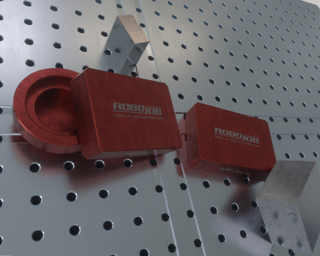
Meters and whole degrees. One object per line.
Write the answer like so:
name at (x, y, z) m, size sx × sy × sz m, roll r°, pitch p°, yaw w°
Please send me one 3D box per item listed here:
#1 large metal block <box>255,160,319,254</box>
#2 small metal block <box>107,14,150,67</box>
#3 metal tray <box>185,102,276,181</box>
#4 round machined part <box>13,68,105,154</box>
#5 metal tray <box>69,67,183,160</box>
large metal block at (0.175, 0.099, 0.404) m, size 0.080 × 0.050 × 0.080 m, roll -42°, pitch 117°, yaw -39°
small metal block at (-0.047, -0.125, 0.443) m, size 0.025 × 0.050 × 0.050 m, roll -21°, pitch 73°, yaw -36°
metal tray at (0.103, 0.021, 0.448) m, size 0.131 × 0.030 × 0.090 m, roll 13°, pitch 56°, yaw -21°
round machined part at (-0.111, -0.016, 0.347) m, size 0.099 × 0.042 × 0.098 m, roll 14°, pitch 56°, yaw -21°
metal tray at (-0.034, -0.014, 0.359) m, size 0.131 × 0.030 × 0.090 m, roll 2°, pitch 70°, yaw -49°
